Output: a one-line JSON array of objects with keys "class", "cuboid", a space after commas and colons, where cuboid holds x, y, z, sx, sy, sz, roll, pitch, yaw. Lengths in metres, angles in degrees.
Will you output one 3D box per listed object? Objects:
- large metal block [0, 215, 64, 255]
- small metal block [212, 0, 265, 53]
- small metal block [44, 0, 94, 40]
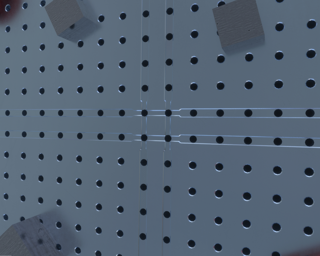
[{"class": "large metal block", "cuboid": [-0.208, 0.195, 0.471, 0.080, 0.050, 0.080, -43, 77, 14]}, {"class": "small metal block", "cuboid": [0.096, -0.127, 0.378, 0.050, 0.025, 0.050, -14, 85, 19]}, {"class": "small metal block", "cuboid": [-0.135, -0.168, 0.459, 0.050, 0.025, 0.050, -29, 81, 17]}]
